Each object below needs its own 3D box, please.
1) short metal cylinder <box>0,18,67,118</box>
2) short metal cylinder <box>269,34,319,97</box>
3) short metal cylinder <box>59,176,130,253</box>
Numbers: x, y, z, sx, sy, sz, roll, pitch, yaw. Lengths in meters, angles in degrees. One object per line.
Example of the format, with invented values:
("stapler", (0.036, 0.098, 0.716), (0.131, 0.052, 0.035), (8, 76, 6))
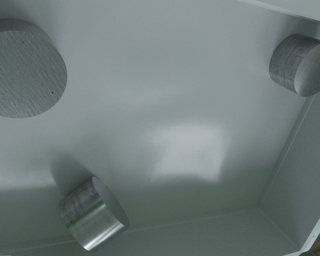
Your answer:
("short metal cylinder", (-0.132, -0.056, 0.286), (0.081, 0.050, 0.079), (-14, 124, -21))
("short metal cylinder", (0.209, -0.092, 0.453), (0.081, 0.050, 0.079), (-14, 125, -21))
("short metal cylinder", (-0.083, 0.109, 0.397), (0.050, 0.080, 0.080), (-37, 130, -4))
